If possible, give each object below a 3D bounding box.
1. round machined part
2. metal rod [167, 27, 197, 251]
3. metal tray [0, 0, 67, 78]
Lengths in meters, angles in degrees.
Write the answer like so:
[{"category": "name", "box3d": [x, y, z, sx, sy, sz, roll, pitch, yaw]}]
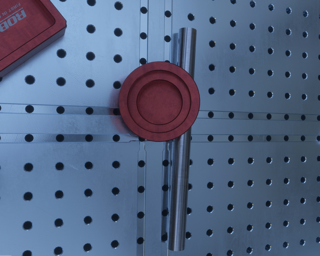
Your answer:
[{"category": "round machined part", "box3d": [0.000, -0.031, 0.393, 0.099, 0.042, 0.097, 0, 89, 3]}, {"category": "metal rod", "box3d": [0.030, 0.014, 0.424, 0.025, 0.025, 0.298, 4, 89, -20]}, {"category": "metal tray", "box3d": [-0.183, -0.112, 0.342, 0.130, 0.030, 0.090, -42, 104, -16]}]
